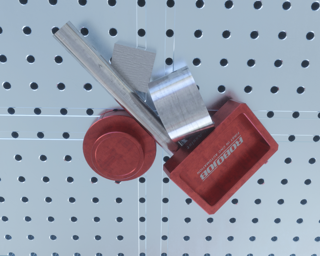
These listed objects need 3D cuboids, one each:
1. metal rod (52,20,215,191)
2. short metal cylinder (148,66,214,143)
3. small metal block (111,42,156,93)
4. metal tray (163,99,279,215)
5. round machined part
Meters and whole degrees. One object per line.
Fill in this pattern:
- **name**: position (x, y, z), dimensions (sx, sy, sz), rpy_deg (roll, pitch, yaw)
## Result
- **metal rod**: position (-0.012, -0.007, 0.393), dimensions (0.025, 0.025, 0.300), rpy_deg (-38, 114, 12)
- **short metal cylinder**: position (0.026, -0.028, 0.374), dimensions (0.050, 0.080, 0.080), rpy_deg (-24, 109, 8)
- **small metal block**: position (-0.035, -0.076, 0.385), dimensions (0.050, 0.025, 0.050), rpy_deg (12, 110, -5)
- **metal tray**: position (0.080, 0.038, 0.403), dimensions (0.130, 0.030, 0.090), rpy_deg (-45, 113, -2)
- **round machined part**: position (-0.054, 0.029, 0.413), dimensions (0.099, 0.042, 0.097), rpy_deg (0, 110, -1)
